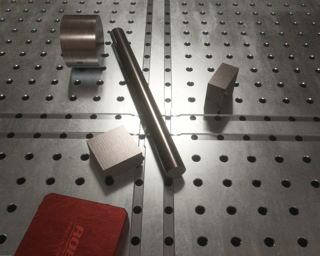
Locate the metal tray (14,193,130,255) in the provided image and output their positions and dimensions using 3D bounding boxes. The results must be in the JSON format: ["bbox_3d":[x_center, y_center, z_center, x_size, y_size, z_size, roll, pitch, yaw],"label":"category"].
[{"bbox_3d":[-0.090,0.133,0.292,0.090,0.030,0.130,10,51,8],"label":"metal tray"}]

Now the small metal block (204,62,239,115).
[{"bbox_3d":[0.087,-0.056,0.439,0.025,0.050,0.050,24,54,18],"label":"small metal block"}]

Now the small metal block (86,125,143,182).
[{"bbox_3d":[-0.056,0.030,0.382,0.050,0.025,0.050,-25,55,-20],"label":"small metal block"}]

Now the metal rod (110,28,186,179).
[{"bbox_3d":[-0.028,-0.057,0.454,0.025,0.025,0.299,-14,52,-12],"label":"metal rod"}]

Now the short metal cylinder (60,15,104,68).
[{"bbox_3d":[-0.119,-0.135,0.484,0.050,0.080,0.080,-1,50,-1],"label":"short metal cylinder"}]
